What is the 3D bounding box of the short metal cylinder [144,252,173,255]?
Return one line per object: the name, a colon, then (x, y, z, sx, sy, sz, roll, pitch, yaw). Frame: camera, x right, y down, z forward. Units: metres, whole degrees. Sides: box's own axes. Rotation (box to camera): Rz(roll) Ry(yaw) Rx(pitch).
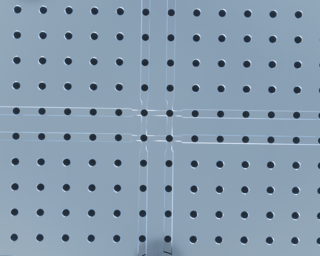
short metal cylinder: (-0.002, 0.210, 0.401, 0.081, 0.050, 0.079, 0, 90, 0)
